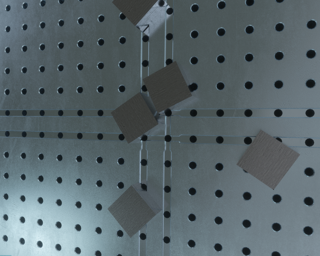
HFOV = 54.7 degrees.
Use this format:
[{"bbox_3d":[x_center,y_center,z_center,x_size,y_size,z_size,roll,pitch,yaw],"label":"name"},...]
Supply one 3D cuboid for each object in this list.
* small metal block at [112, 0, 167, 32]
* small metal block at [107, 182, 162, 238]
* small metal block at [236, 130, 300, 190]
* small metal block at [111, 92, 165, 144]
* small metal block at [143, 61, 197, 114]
[{"bbox_3d":[-0.028,-0.170,0.421,0.050,0.025,0.050,-45,77,14],"label":"small metal block"},{"bbox_3d":[-0.034,0.111,0.424,0.050,0.025,0.050,-46,76,14],"label":"small metal block"},{"bbox_3d":[0.128,0.036,0.368,0.050,0.025,0.050,35,101,16],"label":"small metal block"},{"bbox_3d":[-0.030,-0.013,0.422,0.050,0.025,0.050,-34,80,16],"label":"small metal block"},{"bbox_3d":[0.013,-0.052,0.407,0.050,0.025,0.050,-26,82,17],"label":"small metal block"}]
